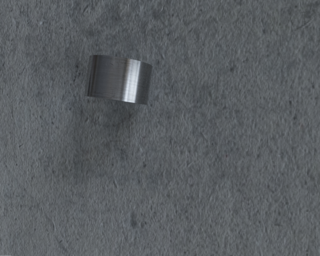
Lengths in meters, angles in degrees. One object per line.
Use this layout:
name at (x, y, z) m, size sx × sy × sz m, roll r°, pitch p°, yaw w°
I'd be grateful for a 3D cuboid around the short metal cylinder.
short metal cylinder at (-0.053, -0.060, 0.397) m, size 0.080 × 0.080 × 0.050 m, roll 9°, pitch 93°, yaw 19°
